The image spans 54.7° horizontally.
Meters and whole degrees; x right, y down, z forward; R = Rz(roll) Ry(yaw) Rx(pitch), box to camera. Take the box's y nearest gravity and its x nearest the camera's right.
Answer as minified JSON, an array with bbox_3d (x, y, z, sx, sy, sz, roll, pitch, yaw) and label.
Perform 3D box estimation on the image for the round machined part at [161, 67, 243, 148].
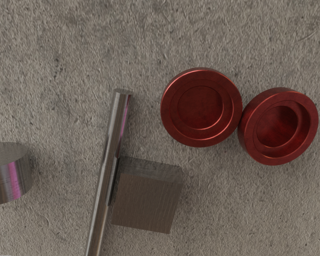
[{"bbox_3d":[0.050,-0.028,0.390,0.099,0.042,0.097,0,110,0],"label":"round machined part"}]

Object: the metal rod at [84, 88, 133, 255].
[{"bbox_3d":[-0.079,0.090,0.442,0.025,0.025,0.298,12,110,-5],"label":"metal rod"}]

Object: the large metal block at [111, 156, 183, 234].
[{"bbox_3d":[-0.018,0.092,0.430,0.081,0.050,0.079,11,110,-5],"label":"large metal block"}]

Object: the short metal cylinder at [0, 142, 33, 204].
[{"bbox_3d":[-0.211,0.057,0.399,0.081,0.080,0.050,0,110,0],"label":"short metal cylinder"}]

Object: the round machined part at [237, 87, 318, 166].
[{"bbox_3d":[0.144,-0.005,0.394,0.099,0.042,0.097,-4,112,-11],"label":"round machined part"}]
